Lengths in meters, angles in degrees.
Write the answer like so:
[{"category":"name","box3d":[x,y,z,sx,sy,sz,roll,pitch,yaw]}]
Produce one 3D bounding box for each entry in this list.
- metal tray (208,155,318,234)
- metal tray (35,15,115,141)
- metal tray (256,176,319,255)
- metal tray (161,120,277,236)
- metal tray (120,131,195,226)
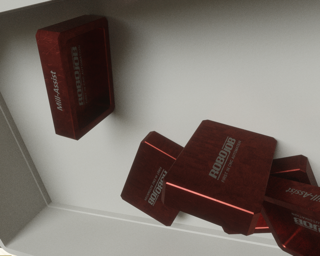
[{"category":"metal tray","box3d":[0.129,0.089,0.391,0.130,0.030,0.090,-16,111,34]},{"category":"metal tray","box3d":[-0.095,-0.062,0.376,0.030,0.090,0.129,14,124,20]},{"category":"metal tray","box3d":[0.159,0.100,0.301,0.090,0.030,0.130,60,159,-15]},{"category":"metal tray","box3d":[0.068,0.043,0.331,0.090,0.131,0.030,17,125,18]},{"category":"metal tray","box3d":[0.001,0.077,0.451,0.090,0.030,0.129,29,128,9]}]
